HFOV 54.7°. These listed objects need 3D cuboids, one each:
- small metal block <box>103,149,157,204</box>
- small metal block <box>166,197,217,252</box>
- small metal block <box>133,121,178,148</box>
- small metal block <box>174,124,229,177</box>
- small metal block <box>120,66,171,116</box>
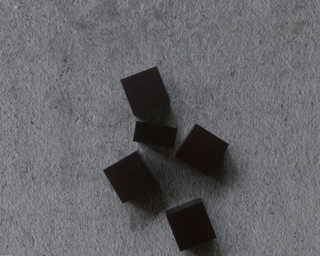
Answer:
[{"bbox_3d":[-0.039,0.063,0.410,0.050,0.025,0.050,-31,90,0],"label":"small metal block"},{"bbox_3d":[0.040,0.127,0.410,0.050,0.025,0.050,-21,90,0],"label":"small metal block"},{"bbox_3d":[-0.006,0.008,0.397,0.050,0.050,0.025,10,90,0],"label":"small metal block"},{"bbox_3d":[0.054,0.029,0.410,0.050,0.025,0.050,33,90,0],"label":"small metal block"},{"bbox_3d":[-0.019,-0.048,0.410,0.050,0.025,0.050,-21,90,0],"label":"small metal block"}]
